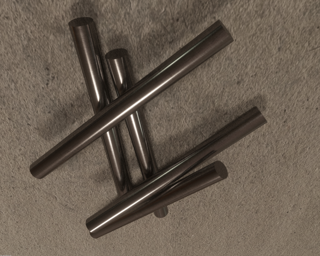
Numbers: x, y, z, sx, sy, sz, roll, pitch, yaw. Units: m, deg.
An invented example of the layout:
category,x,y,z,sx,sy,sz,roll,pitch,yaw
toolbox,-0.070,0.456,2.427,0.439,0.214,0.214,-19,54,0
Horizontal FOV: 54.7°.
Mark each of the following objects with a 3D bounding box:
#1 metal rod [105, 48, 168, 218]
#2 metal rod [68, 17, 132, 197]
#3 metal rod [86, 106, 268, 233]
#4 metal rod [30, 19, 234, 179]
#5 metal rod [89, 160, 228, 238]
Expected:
category,x,y,z,sx,sy,sz,roll,pitch,yaw
metal rod,-0.023,0.031,0.433,0.025,0.025,0.298,-8,130,6
metal rod,-0.067,0.005,0.410,0.025,0.025,0.298,-4,130,3
metal rod,0.013,0.066,0.435,0.300,0.025,0.025,-35,122,16
metal rod,-0.051,-0.018,0.356,0.299,0.025,0.025,-33,123,24
metal rod,-0.021,0.121,0.479,0.025,0.025,0.299,34,132,-26
